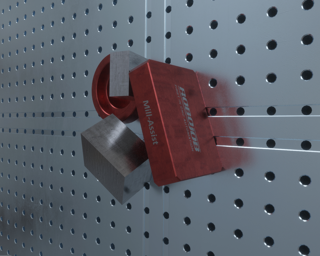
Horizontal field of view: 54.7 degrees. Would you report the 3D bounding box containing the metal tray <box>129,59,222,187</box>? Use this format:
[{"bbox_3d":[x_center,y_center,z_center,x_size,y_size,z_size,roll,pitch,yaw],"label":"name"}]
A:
[{"bbox_3d":[0.019,-0.006,0.349,0.030,0.091,0.129,-23,76,38],"label":"metal tray"}]

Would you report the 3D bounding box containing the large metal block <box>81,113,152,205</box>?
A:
[{"bbox_3d":[-0.056,0.042,0.408,0.080,0.050,0.080,41,147,20],"label":"large metal block"}]

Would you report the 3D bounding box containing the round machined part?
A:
[{"bbox_3d":[-0.048,-0.055,0.436,0.098,0.042,0.097,0,90,39],"label":"round machined part"}]

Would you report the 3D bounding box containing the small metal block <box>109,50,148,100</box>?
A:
[{"bbox_3d":[-0.034,-0.060,0.366,0.025,0.050,0.050,0,89,26],"label":"small metal block"}]

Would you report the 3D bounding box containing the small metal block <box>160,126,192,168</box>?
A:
[{"bbox_3d":[0.015,0.025,0.389,0.050,0.025,0.050,19,107,49],"label":"small metal block"}]
